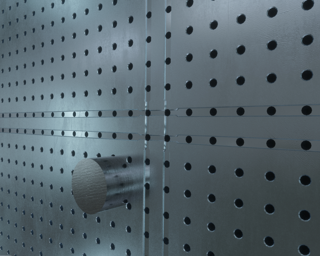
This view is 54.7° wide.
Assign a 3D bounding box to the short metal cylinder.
[{"bbox_3d":[-0.086,0.083,0.462,0.080,0.050,0.079,0,90,39],"label":"short metal cylinder"}]
